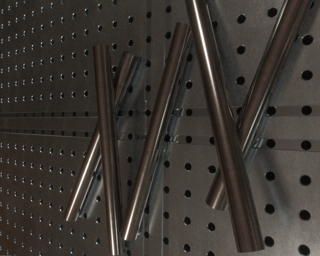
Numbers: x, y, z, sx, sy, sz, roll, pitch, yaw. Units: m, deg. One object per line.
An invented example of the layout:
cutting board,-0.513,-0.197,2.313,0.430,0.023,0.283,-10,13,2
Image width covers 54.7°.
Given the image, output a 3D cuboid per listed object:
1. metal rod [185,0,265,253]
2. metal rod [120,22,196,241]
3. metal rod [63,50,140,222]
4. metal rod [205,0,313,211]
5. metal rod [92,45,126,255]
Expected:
metal rod,0.062,-0.028,0.330,0.025,0.025,0.299,-23,68,37
metal rod,-0.006,0.014,0.412,0.025,0.025,0.298,25,105,37
metal rod,-0.097,0.024,0.486,0.025,0.025,0.298,37,112,33
metal rod,0.109,-0.049,0.318,0.025,0.025,0.298,29,108,36
metal rod,-0.072,0.035,0.445,0.025,0.025,0.298,1,97,39
